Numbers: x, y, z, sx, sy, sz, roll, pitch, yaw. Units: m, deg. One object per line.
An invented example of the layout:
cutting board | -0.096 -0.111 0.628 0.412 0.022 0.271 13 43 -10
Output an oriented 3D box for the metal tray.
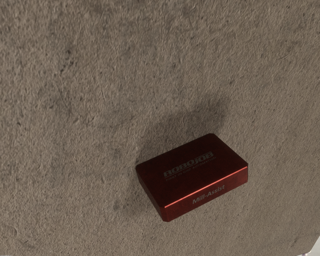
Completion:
metal tray | 0.043 0.063 0.428 0.131 0.090 0.030 -23 127 -15
